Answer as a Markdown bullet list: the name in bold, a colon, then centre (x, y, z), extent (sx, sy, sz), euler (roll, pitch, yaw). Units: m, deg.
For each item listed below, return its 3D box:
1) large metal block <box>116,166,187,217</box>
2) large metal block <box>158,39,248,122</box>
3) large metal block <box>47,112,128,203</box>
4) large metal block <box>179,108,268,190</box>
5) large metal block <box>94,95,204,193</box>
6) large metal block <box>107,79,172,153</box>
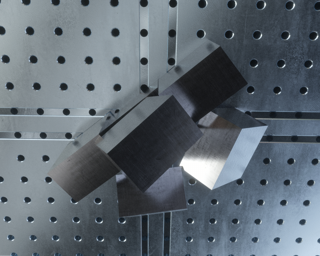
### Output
- **large metal block**: centre (-0.007, 0.087, 0.408), extent (0.080, 0.080, 0.050), euler (-8, 74, 3)
- **large metal block**: centre (0.045, -0.055, 0.364), extent (0.080, 0.080, 0.050), euler (-37, 106, 12)
- **large metal block**: centre (-0.084, 0.034, 0.395), extent (0.080, 0.080, 0.050), euler (-36, 106, 12)
- **large metal block**: centre (0.080, 0.022, 0.385), extent (0.050, 0.081, 0.080), euler (34, 113, 32)
- **large metal block**: centre (-0.015, 0.012, 0.321), extent (0.080, 0.080, 0.050), euler (-43, 106, -12)
- **large metal block**: centre (-0.009, -0.003, 0.400), extent (0.080, 0.050, 0.080), euler (-37, 106, 12)
